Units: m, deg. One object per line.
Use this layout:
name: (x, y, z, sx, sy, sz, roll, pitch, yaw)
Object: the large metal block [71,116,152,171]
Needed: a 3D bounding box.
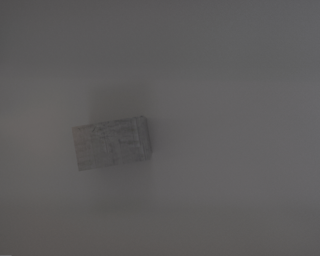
large metal block: (-0.054, 0.017, 0.384, 0.080, 0.080, 0.050, -9, 90, 0)
